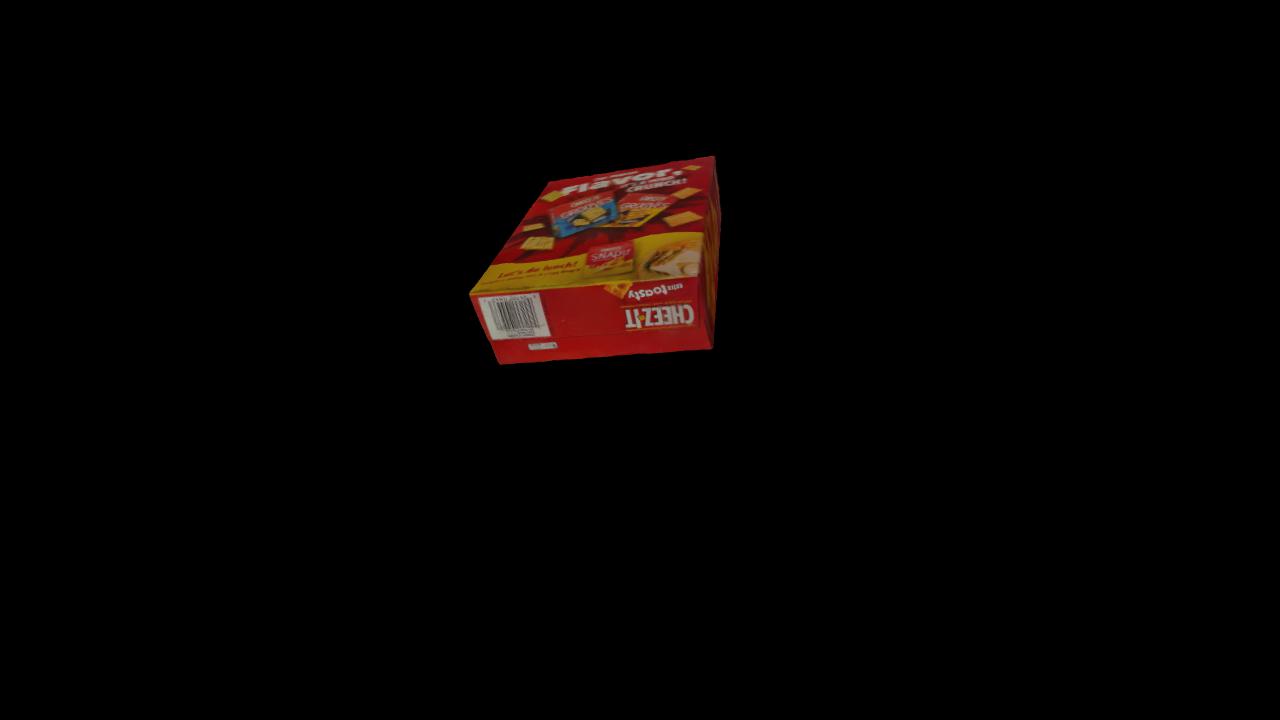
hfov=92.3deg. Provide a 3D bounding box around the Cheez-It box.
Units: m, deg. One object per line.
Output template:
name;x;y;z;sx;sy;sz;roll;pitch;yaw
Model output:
Cheez-It box;-0.020;-0.091;0.510;0.166;0.071;0.223;-4;36;12
